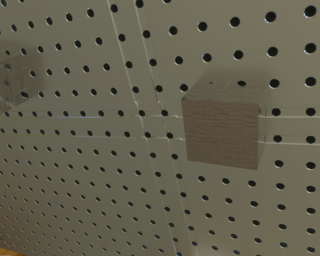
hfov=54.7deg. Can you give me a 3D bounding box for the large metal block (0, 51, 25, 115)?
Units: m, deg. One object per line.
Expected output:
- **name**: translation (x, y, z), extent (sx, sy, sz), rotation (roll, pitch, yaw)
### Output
- **large metal block**: translation (-0.268, -0.077, 0.486), extent (0.080, 0.050, 0.079), rotation (17, 125, 18)

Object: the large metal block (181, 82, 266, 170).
- **large metal block**: translation (0.074, -0.004, 0.353), extent (0.080, 0.050, 0.079), rotation (6, 121, 25)
